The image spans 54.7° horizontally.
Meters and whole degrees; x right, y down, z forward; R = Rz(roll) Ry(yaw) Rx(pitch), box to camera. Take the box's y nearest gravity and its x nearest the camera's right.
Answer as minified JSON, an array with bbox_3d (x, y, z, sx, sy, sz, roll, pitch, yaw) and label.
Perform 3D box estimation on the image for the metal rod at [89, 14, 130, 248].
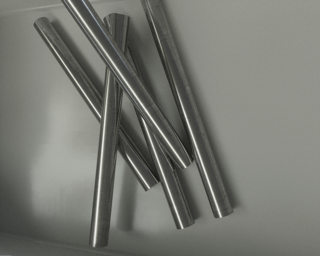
[{"bbox_3d":[-0.066,0.005,0.404,0.025,0.025,0.298,7,92,19],"label":"metal rod"}]

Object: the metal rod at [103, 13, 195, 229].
[{"bbox_3d":[-0.017,-0.014,0.415,0.025,0.025,0.299,-22,83,18],"label":"metal rod"}]

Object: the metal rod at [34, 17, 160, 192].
[{"bbox_3d":[-0.095,-0.041,0.442,0.025,0.025,0.299,-39,78,15],"label":"metal rod"}]

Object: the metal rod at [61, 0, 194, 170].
[{"bbox_3d":[-0.048,-0.074,0.361,0.025,0.025,0.299,-30,106,17],"label":"metal rod"}]

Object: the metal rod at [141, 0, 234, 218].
[{"bbox_3d":[0.032,-0.034,0.398,0.025,0.025,0.299,-20,83,18],"label":"metal rod"}]
